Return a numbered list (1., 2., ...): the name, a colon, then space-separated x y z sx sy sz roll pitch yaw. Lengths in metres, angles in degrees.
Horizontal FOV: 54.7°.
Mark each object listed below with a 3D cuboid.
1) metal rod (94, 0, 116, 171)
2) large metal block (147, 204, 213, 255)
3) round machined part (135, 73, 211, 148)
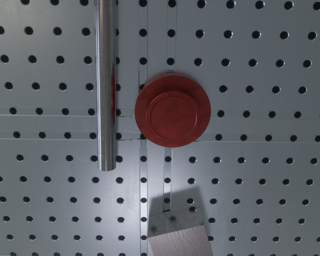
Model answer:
1. metal rod: -0.067 -0.085 0.381 0.025 0.025 0.298 3 110 -1
2. large metal block: 0.032 0.170 0.463 0.080 0.050 0.080 -15 110 5
3. round machined part: 0.016 -0.019 0.398 0.099 0.042 0.097 0 110 0
